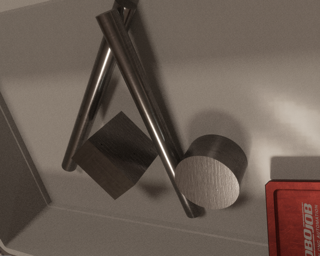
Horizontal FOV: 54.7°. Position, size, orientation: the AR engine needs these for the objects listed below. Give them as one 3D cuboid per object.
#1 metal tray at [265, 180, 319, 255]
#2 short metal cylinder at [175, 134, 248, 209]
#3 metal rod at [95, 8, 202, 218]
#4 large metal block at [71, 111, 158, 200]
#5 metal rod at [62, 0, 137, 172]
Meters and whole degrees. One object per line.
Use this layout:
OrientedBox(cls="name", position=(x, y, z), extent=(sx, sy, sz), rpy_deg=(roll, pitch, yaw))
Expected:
OrientedBox(cls="metal tray", position=(0.171, 0.124, 0.348), extent=(0.090, 0.030, 0.129), rpy_deg=(-5, 83, 28))
OrientedBox(cls="short metal cylinder", position=(0.065, 0.055, 0.391), extent=(0.080, 0.050, 0.079), rpy_deg=(13, 124, 20))
OrientedBox(cls="metal rod", position=(-0.003, 0.001, 0.392), extent=(0.025, 0.025, 0.299), rpy_deg=(-7, 121, 31))
OrientedBox(cls="large metal block", position=(-0.057, 0.036, 0.424), extent=(0.080, 0.080, 0.050), rpy_deg=(45, 129, -4))
OrientedBox(cls="metal rod", position=(-0.096, -0.037, 0.434), extent=(0.025, 0.025, 0.298), rpy_deg=(34, 129, 5))
